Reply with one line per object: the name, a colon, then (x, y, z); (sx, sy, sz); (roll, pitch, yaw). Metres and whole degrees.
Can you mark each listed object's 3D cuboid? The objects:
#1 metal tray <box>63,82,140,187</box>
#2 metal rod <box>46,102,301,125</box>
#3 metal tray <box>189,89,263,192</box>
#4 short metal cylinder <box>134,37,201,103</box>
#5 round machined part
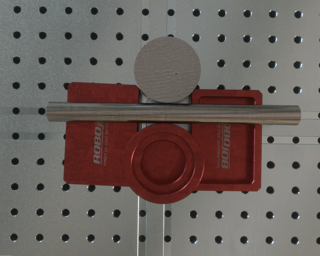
metal tray: (-0.074, 0.008, 0.405); (0.091, 0.030, 0.129); (3, 90, 0)
metal rod: (0.017, -0.018, 0.379); (0.302, 0.025, 0.025); (1, 90, -1)
metal tray: (0.084, 0.016, 0.407); (0.091, 0.030, 0.129); (1, 90, 0)
short metal cylinder: (0.009, -0.070, 0.397); (0.081, 0.050, 0.079); (0, 90, 0)
round machined part: (0.004, 0.043, 0.392); (0.099, 0.042, 0.097); (0, 90, 0)
